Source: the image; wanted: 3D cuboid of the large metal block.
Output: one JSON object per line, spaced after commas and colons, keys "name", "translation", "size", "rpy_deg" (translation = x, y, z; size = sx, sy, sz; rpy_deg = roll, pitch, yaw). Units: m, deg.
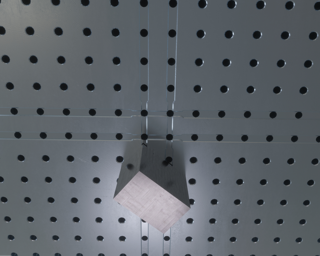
{"name": "large metal block", "translation": [-0.009, 0.078, 0.413], "size": [0.080, 0.080, 0.050], "rpy_deg": [38, 106, -13]}
